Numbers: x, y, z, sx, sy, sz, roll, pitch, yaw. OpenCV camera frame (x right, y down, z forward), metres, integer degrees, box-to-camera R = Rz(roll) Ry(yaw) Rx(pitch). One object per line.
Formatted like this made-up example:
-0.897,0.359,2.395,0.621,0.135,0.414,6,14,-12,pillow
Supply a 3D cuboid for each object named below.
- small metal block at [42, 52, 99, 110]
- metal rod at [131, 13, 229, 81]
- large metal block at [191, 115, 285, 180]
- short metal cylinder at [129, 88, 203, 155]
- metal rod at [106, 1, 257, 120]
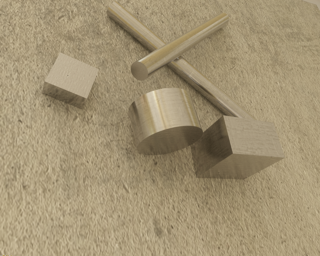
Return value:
-0.109,-0.058,0.381,0.050,0.025,0.050,23,53,-15,small metal block
0.048,-0.141,0.491,0.025,0.025,0.302,44,43,2,metal rod
0.098,0.029,0.405,0.081,0.080,0.050,6,59,-25,large metal block
0.006,-0.006,0.377,0.081,0.080,0.050,-1,63,-29,short metal cylinder
0.041,-0.089,0.481,0.300,0.025,0.025,40,51,-2,metal rod
